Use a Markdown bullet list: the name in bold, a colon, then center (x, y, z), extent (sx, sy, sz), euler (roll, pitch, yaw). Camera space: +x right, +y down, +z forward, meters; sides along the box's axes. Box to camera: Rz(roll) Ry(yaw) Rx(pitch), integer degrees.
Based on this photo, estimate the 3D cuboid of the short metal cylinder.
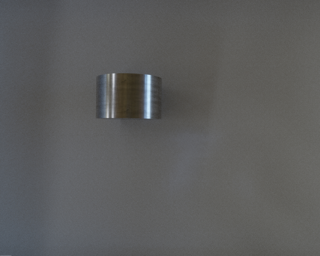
- **short metal cylinder**: center (-0.038, -0.036, 0.384), extent (0.080, 0.080, 0.050), euler (1, 90, 0)
